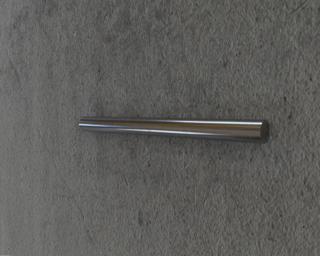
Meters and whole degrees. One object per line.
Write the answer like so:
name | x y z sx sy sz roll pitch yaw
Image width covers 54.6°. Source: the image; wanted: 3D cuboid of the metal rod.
metal rod | -0.007 -0.002 0.414 0.300 0.025 0.025 3 92 40
